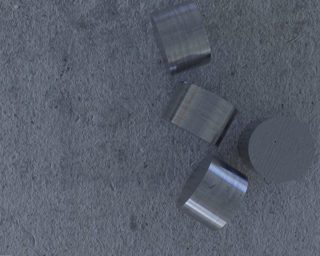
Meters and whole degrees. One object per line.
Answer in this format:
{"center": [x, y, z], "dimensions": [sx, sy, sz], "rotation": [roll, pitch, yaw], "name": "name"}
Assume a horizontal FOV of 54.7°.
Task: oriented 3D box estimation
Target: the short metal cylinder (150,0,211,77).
{"center": [0.024, -0.110, 0.382], "dimensions": [0.050, 0.080, 0.080], "rotation": [-19, 90, 0], "name": "short metal cylinder"}

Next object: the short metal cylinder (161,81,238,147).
{"center": [0.048, -0.016, 0.383], "dimensions": [0.080, 0.080, 0.050], "rotation": [28, 90, 0], "name": "short metal cylinder"}

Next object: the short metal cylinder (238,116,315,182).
{"center": [0.147, 0.025, 0.398], "dimensions": [0.081, 0.050, 0.080], "rotation": [0, 90, 0], "name": "short metal cylinder"}

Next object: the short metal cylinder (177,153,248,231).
{"center": [0.063, 0.078, 0.383], "dimensions": [0.050, 0.080, 0.080], "rotation": [33, 90, 0], "name": "short metal cylinder"}
